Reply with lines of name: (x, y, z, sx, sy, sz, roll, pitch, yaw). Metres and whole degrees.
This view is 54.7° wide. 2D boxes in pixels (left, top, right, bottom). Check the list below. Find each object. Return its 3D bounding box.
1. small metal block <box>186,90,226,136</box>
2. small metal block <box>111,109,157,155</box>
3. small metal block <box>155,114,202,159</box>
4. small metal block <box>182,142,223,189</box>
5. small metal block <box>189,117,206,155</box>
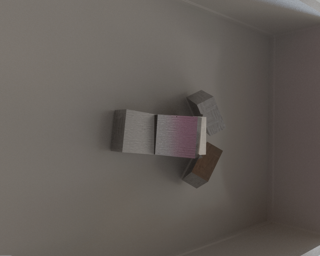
small metal block: (0.065, -0.023, 0.442, 0.025, 0.050, 0.050, -27, 111, -3)
small metal block: (-0.030, 0.006, 0.380, 0.050, 0.025, 0.050, 8, 85, -40)
small metal block: (0.023, 0.010, 0.386, 0.025, 0.050, 0.050, 2, 92, -72)
small metal block: (0.059, 0.053, 0.437, 0.025, 0.050, 0.050, 31, 66, 1)
small metal block: (0.035, 0.010, 0.420, 0.025, 0.050, 0.050, 1, 89, -40)
